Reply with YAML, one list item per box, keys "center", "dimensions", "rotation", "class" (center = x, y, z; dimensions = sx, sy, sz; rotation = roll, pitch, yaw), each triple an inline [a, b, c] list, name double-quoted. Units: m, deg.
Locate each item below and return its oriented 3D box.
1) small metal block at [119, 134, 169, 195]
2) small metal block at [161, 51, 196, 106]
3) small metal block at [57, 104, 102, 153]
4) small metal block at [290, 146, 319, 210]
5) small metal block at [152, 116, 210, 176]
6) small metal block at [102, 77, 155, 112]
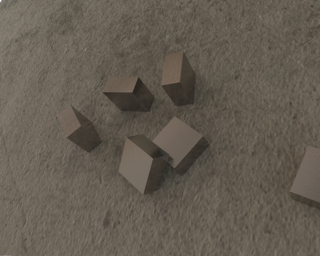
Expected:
- center: [-0.021, 0.043, 0.371]
  dimensions: [0.050, 0.025, 0.050]
  rotation: [35, 120, 38]
  class: "small metal block"
- center: [0.026, -0.064, 0.413]
  dimensions: [0.025, 0.050, 0.050]
  rotation: [-6, 59, 25]
  class: "small metal block"
- center: [-0.116, 0.001, 0.446]
  dimensions: [0.025, 0.050, 0.050]
  rotation: [-39, 51, 2]
  class: "small metal block"
- center: [0.157, 0.050, 0.290]
  dimensions: [0.050, 0.025, 0.050]
  rotation: [18, 71, 34]
  class: "small metal block"
- center: [0.023, 0.021, 0.378]
  dimensions: [0.050, 0.025, 0.050]
  rotation: [-48, 52, -6]
  class: "small metal block"
- center: [-0.044, -0.047, 0.438]
  dimensions: [0.050, 0.050, 0.025]
  rotation: [4, 64, 30]
  class: "small metal block"
